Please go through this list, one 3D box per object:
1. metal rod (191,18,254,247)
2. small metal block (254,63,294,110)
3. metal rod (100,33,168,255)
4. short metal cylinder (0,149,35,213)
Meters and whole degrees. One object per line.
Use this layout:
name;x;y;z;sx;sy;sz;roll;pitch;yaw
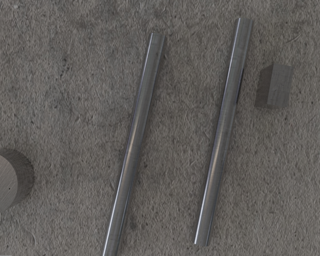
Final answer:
metal rod;0.083;0.005;0.410;0.025;0.025;0.298;11;90;0
small metal block;0.146;-0.052;0.399;0.025;0.050;0.050;10;90;0
metal rod;-0.034;0.025;0.409;0.025;0.025;0.298;12;90;0
short metal cylinder;-0.211;0.067;0.396;0.081;0.050;0.079;0;90;0
